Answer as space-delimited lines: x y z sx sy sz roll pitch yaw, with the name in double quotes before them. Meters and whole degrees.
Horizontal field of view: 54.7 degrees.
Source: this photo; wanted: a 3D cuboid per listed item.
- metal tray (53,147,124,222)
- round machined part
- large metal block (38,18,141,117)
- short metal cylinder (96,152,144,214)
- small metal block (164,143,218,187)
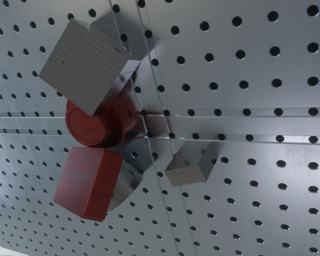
"metal tray" -0.106 0.074 0.442 0.030 0.090 0.130 25 164 -31
"round machined part" -0.095 -0.011 0.444 0.098 0.042 0.097 13 124 21
"large metal block" -0.084 -0.073 0.377 0.080 0.050 0.080 37 106 3
"short metal cylinder" -0.071 0.081 0.464 0.050 0.080 0.080 48 129 -6
"small metal block" 0.041 0.048 0.403 0.050 0.050 0.025 -17 110 35
